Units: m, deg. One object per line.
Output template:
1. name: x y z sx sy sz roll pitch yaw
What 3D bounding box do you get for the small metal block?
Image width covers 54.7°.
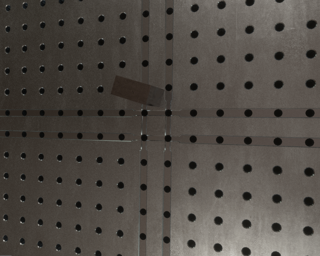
1. small metal block: -0.028 -0.048 0.408 0.050 0.050 0.025 19 96 18
